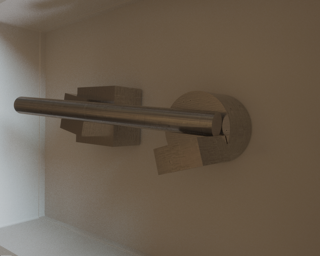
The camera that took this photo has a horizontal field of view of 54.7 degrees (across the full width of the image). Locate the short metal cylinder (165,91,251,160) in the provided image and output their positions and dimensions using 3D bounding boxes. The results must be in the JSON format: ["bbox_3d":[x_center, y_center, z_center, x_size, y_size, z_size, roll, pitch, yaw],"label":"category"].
[{"bbox_3d":[0.053,0.001,0.343,0.080,0.050,0.079,0,90,39],"label":"short metal cylinder"}]

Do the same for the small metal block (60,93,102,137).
[{"bbox_3d":[-0.109,-0.019,0.427,0.050,0.025,0.050,17,100,38],"label":"small metal block"}]

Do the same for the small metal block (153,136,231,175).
[{"bbox_3d":[0.031,0.026,0.295,0.050,0.050,0.025,-18,79,38],"label":"small metal block"}]

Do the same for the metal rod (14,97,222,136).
[{"bbox_3d":[-0.073,-0.018,0.371,0.300,0.025,0.025,7,94,31],"label":"metal rod"}]

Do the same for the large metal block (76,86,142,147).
[{"bbox_3d":[-0.075,-0.017,0.446,0.080,0.050,0.079,4,92,39],"label":"large metal block"}]
